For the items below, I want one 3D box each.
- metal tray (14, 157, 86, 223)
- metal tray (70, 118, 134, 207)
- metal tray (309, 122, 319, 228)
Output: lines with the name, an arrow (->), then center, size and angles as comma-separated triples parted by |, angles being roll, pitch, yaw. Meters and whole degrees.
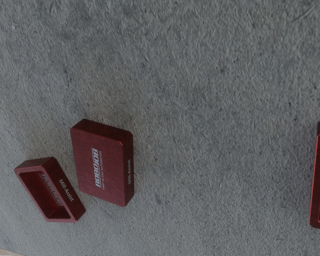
metal tray -> -0.207, 0.119, 0.586 | 0.090, 0.030, 0.129 | -10, 114, 32
metal tray -> -0.088, 0.056, 0.485 | 0.090, 0.030, 0.129 | 15, 125, 19
metal tray -> 0.211, 0.057, 0.326 | 0.090, 0.030, 0.129 | 5, 121, 25
